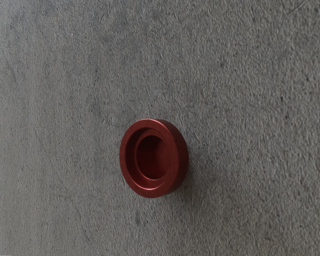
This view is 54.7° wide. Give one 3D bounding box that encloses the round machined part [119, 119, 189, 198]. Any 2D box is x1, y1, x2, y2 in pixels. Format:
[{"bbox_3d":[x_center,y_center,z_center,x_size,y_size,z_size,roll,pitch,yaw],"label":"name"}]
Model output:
[{"bbox_3d":[-0.003,0.037,0.396,0.098,0.042,0.097,0,90,39],"label":"round machined part"}]
